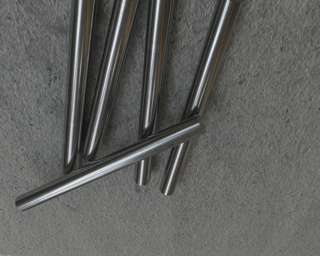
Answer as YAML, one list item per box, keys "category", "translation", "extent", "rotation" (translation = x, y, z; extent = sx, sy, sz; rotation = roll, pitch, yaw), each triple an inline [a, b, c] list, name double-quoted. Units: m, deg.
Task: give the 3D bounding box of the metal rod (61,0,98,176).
- category: "metal rod"
  translation: [-0.104, -0.027, 0.382]
  extent: [0.025, 0.025, 0.298]
  rotation: [11, 129, -9]

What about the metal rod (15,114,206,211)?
- category: "metal rod"
  translation: [-0.079, 0.054, 0.417]
  extent: [0.300, 0.025, 0.025]
  rotation: [-25, 126, 19]

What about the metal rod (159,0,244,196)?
- category: "metal rod"
  translation: [0.040, -0.015, 0.394]
  extent: [0.025, 0.025, 0.298]
  rotation: [8, 130, -7]

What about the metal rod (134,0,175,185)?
- category: "metal rod"
  translation: [-0.011, -0.035, 0.376]
  extent: [0.025, 0.025, 0.298]
  rotation: [5, 130, -4]

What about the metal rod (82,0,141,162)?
- category: "metal rod"
  translation: [-0.053, -0.070, 0.346]
  extent: [0.025, 0.025, 0.298]
  rotation: [13, 129, -11]
